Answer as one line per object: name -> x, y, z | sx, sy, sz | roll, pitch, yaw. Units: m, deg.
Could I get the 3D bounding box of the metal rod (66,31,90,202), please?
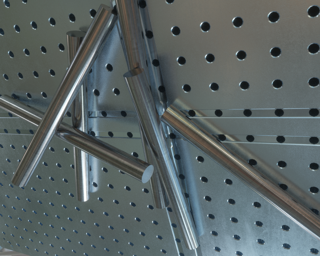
metal rod -> -0.123, 0.002, 0.477 | 0.025, 0.025, 0.298 | 20, 126, 17

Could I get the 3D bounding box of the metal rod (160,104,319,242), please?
metal rod -> 0.126, 0.071, 0.388 | 0.300, 0.025, 0.025 | 37, 129, 3

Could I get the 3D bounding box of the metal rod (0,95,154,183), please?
metal rod -> -0.139, 0.007, 0.456 | 0.300, 0.025, 0.025 | 22, 127, 27

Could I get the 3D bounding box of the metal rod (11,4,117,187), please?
metal rod -> -0.138, -0.027, 0.421 | 0.025, 0.025, 0.299 | 38, 114, 3

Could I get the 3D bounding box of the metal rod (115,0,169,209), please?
metal rod -> -0.018, -0.013, 0.412 | 0.025, 0.025, 0.298 | 6, 121, 25

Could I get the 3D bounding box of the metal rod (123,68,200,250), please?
metal rod -> 0.011, 0.061, 0.426 | 0.025, 0.025, 0.299 | -1, 123, 29
